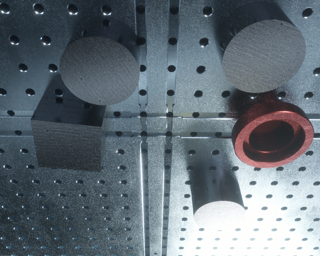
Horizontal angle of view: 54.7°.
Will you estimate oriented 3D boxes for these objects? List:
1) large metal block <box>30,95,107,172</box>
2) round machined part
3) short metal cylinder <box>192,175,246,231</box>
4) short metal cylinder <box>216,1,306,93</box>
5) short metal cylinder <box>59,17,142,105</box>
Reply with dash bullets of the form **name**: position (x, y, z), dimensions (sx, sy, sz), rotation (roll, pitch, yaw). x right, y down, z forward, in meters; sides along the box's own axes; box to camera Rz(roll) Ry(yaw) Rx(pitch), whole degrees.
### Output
- **large metal block**: position (-0.113, 0.009, 0.401), dimensions (0.081, 0.050, 0.079), rotation (6, 130, -5)
- **round machined part**: position (0.143, 0.005, 0.406), dimensions (0.099, 0.042, 0.097), rotation (0, 130, 0)
- **short metal cylinder**: position (0.093, 0.121, 0.499), dimensions (0.081, 0.050, 0.079), rotation (0, 130, 0)
- **short metal cylinder**: position (0.102, -0.084, 0.325), dimensions (0.081, 0.050, 0.079), rotation (0, 130, 0)
- **short metal cylinder**: position (-0.061, -0.071, 0.334), dimensions (0.081, 0.050, 0.079), rotation (0, 130, 0)
